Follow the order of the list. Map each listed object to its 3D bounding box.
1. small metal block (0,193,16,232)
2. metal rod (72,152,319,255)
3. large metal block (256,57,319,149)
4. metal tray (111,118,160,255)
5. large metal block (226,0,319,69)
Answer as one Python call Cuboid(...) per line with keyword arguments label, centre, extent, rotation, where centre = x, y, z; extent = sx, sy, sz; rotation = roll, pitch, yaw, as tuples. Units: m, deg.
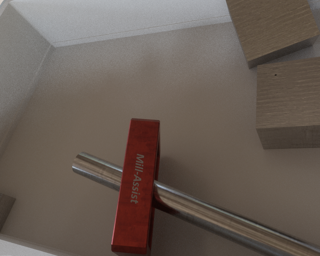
Cuboid(label="small metal block", centre=(-0.251, 0.122, 0.460), extent=(0.050, 0.025, 0.050), rotation=(4, 63, 29))
Cuboid(label="metal rod", centre=(0.045, 0.080, 0.281), extent=(0.301, 0.025, 0.025), rotation=(18, 71, 23))
Cuboid(label="large metal block", centre=(0.148, -0.025, 0.327), extent=(0.080, 0.050, 0.080), rotation=(-4, 60, 26))
Cuboid(label="metal tray", centre=(-0.020, 0.066, 0.326), extent=(0.030, 0.090, 0.130), rotation=(4, 63, 3))
Cuboid(label="large metal block", centre=(0.134, -0.128, 0.376), extent=(0.080, 0.050, 0.080), rotation=(-19, 84, 17))
